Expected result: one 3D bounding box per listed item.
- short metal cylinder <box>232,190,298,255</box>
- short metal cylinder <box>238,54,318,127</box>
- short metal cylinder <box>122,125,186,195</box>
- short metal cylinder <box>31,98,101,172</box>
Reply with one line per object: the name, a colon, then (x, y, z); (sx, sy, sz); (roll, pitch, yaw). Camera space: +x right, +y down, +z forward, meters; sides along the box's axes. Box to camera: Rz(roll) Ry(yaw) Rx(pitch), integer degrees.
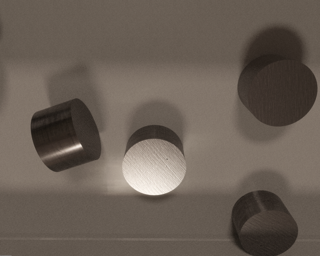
short metal cylinder: (0.150, 0.139, 0.451); (0.081, 0.050, 0.079); (0, 110, -1)
short metal cylinder: (0.142, -0.048, 0.383); (0.081, 0.050, 0.079); (0, 110, -1)
short metal cylinder: (-0.007, 0.042, 0.413); (0.081, 0.050, 0.079); (0, 110, -1)
short metal cylinder: (-0.113, 0.009, 0.384); (0.050, 0.080, 0.080); (-18, 109, 6)
